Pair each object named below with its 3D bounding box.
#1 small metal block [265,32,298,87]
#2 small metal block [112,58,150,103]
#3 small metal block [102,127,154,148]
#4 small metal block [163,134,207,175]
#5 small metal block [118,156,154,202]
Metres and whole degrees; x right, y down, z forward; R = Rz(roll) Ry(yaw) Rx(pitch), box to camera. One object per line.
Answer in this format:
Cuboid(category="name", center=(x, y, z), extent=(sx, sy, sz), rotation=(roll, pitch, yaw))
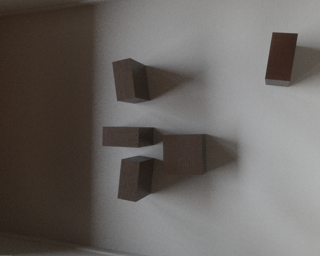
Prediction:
Cuboid(category="small metal block", center=(0.136, -0.075, 0.349), extent=(0.025, 0.050, 0.050), rotation=(9, 93, 19))
Cuboid(category="small metal block", center=(-0.037, -0.060, 0.409), extent=(0.025, 0.050, 0.050), rotation=(-9, 87, 19))
Cuboid(category="small metal block", center=(-0.041, 0.011, 0.411), extent=(0.050, 0.050, 0.025), rotation=(1, 91, 19))
Cuboid(category="small metal block", center=(0.032, 0.033, 0.399), extent=(0.050, 0.025, 0.050), rotation=(-2, 90, 19))
Cuboid(category="small metal block", center=(-0.031, 0.065, 0.407), extent=(0.025, 0.050, 0.050), rotation=(7, 92, 19))
